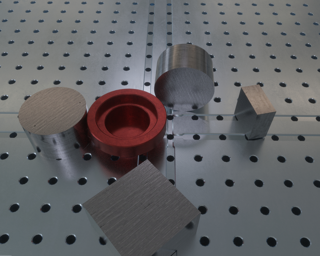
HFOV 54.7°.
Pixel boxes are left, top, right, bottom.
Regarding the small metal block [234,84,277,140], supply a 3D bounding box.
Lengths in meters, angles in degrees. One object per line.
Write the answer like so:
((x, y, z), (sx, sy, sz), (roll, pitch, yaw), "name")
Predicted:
((0.124, -0.021, 0.410), (0.025, 0.050, 0.050), (-10, 51, -8), "small metal block")

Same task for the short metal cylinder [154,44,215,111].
((0.034, -0.069, 0.430), (0.080, 0.080, 0.050), (3, 50, 2), "short metal cylinder")

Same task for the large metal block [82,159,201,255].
((-0.018, 0.092, 0.314), (0.080, 0.050, 0.080), (-33, 58, -25), "large metal block")

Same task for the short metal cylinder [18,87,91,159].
((-0.130, -0.007, 0.396), (0.081, 0.050, 0.080), (0, 50, 0), "short metal cylinder")

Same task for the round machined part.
((-0.041, -0.002, 0.397), (0.099, 0.042, 0.098), (1, 50, -1), "round machined part")
